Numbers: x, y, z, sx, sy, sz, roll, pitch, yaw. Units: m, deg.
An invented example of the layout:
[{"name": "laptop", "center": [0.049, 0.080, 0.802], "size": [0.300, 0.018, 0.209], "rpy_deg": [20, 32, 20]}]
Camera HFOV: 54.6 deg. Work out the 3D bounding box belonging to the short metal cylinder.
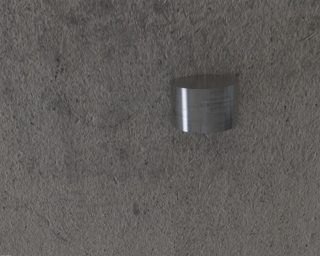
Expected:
[{"name": "short metal cylinder", "center": [0.053, -0.031, 0.369], "size": [0.080, 0.080, 0.050], "rpy_deg": [-3, 110, 1]}]
